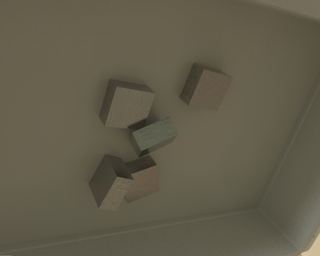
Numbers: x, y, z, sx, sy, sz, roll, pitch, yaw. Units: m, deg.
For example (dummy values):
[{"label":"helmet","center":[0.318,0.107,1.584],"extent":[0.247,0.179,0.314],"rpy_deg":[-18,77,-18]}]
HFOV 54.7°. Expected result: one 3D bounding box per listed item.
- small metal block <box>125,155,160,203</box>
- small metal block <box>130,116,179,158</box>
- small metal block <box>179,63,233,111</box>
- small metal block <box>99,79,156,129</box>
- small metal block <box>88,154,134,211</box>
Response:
[{"label":"small metal block","center":[-0.030,0.072,0.439],"extent":[0.050,0.025,0.050],"rpy_deg":[-18,126,-19]},{"label":"small metal block","center":[-0.009,0.013,0.396],"extent":[0.050,0.025,0.050],"rpy_deg":[-24,169,-14]},{"label":"small metal block","center":[0.061,-0.053,0.411],"extent":[0.050,0.025,0.050],"rpy_deg":[8,114,-32]},{"label":"small metal block","center":[-0.040,-0.027,0.371],"extent":[0.050,0.025,0.050],"rpy_deg":[6,115,-32]},{"label":"small metal block","center":[-0.064,0.070,0.402],"extent":[0.025,0.050,0.050],"rpy_deg":[20,107,-36]}]
